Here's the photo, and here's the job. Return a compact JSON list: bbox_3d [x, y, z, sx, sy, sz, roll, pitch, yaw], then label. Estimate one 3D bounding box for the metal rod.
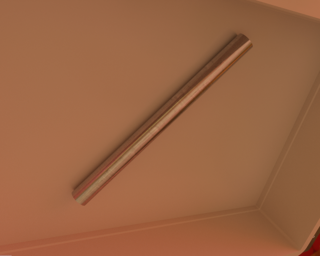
[{"bbox_3d":[0.002,-0.010,0.404,0.300,0.025,0.025,-43,130,1],"label":"metal rod"}]
